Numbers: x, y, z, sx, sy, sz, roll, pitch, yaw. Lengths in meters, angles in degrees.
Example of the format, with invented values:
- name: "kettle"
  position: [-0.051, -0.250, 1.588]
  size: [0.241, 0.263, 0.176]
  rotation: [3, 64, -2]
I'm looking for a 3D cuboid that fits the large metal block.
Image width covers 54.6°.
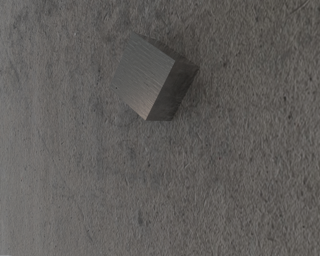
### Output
- name: "large metal block"
  position: [-0.009, -0.064, 0.398]
  size: [0.080, 0.050, 0.080]
  rotation: [42, 115, 32]
